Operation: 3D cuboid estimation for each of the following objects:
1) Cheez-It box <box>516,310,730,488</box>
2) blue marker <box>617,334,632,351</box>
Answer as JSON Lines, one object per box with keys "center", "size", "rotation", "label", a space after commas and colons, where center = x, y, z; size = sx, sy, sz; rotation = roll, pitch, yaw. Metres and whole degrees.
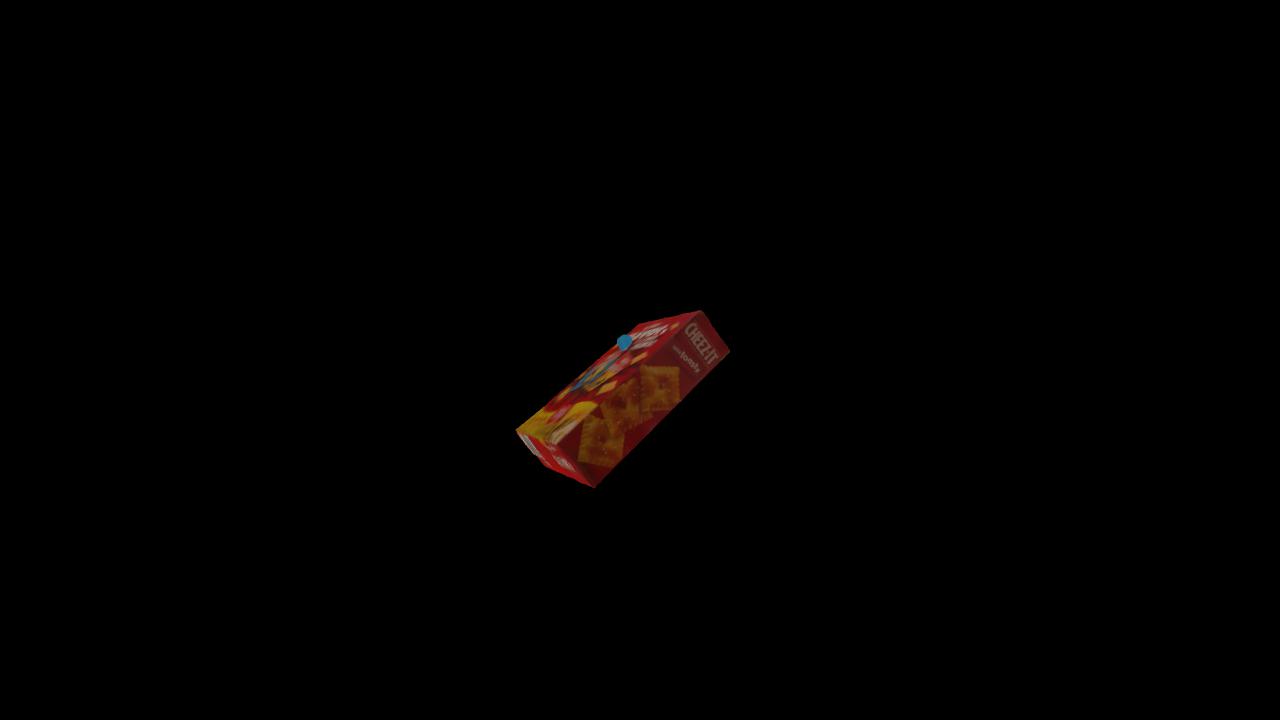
{"center": [-0.024, 0.039, 0.719], "size": [0.223, 0.071, 0.166], "rotation": [-43, 16, -21], "label": "Cheez-It box"}
{"center": [-0.006, 0.011, 0.709], "size": [0.020, 0.020, 0.121], "rotation": [0, 39, -19], "label": "blue marker"}
